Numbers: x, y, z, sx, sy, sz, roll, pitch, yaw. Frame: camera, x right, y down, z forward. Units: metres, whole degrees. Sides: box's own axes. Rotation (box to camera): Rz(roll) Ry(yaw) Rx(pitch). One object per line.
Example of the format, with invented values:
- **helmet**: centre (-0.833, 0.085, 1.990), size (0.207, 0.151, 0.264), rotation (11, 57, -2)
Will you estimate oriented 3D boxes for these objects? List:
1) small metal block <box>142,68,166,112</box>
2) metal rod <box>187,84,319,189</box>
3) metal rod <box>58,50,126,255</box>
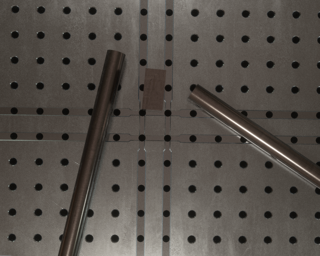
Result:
- **small metal block**: centre (-0.007, -0.047, 0.401), size (0.025, 0.050, 0.050), rotation (5, 90, 0)
- **metal rod**: centre (0.168, 0.035, 0.415), size (0.301, 0.025, 0.025), rotation (34, 90, -1)
- **metal rod**: centre (-0.093, 0.045, 0.412), size (0.025, 0.025, 0.298), rotation (13, 90, -1)
